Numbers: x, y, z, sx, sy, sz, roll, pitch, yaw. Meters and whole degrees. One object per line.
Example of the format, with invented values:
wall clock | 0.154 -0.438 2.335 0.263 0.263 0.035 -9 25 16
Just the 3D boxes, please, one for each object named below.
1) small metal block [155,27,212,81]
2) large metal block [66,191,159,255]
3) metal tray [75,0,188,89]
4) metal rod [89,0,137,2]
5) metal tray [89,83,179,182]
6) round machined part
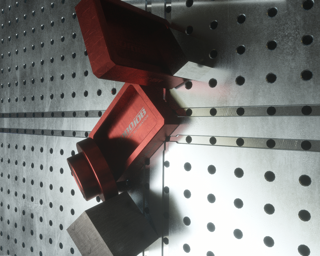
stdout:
small metal block | 0.029 -0.087 0.368 0.025 0.050 0.050 -40 66 33
large metal block | -0.062 0.142 0.414 0.050 0.081 0.080 -47 73 30
metal tray | -0.027 -0.097 0.361 0.030 0.131 0.090 -28 72 36
metal rod | 0.006 -0.182 0.402 0.300 0.025 0.025 16 100 38
metal tray | -0.042 0.003 0.438 0.129 0.030 0.090 -50 61 28
round machined part | -0.101 0.066 0.448 0.098 0.042 0.097 49 154 35
